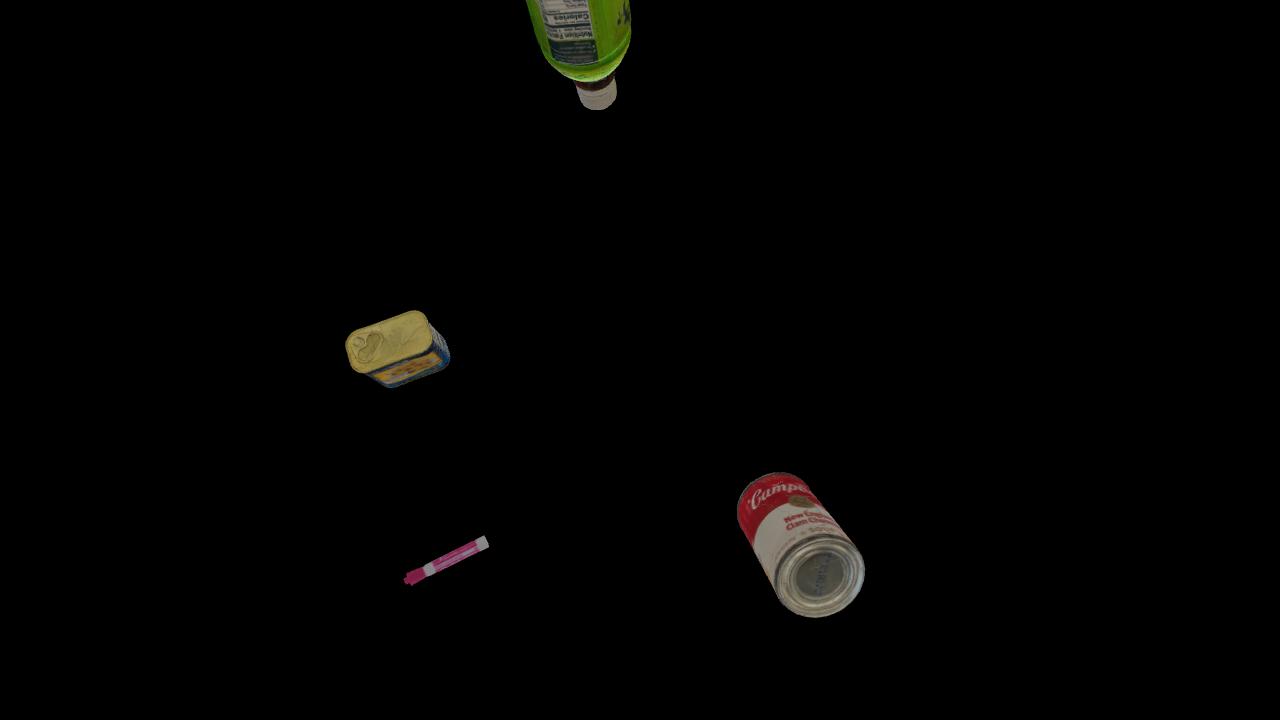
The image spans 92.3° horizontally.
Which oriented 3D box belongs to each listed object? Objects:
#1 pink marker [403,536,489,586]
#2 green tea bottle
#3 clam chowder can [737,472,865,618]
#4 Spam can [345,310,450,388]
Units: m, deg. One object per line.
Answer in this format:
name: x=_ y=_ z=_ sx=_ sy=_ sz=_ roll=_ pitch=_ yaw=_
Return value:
pink marker: x=-0.276 y=0.287 z=0.877 sx=0.121 sy=0.020 sz=0.020 roll=-23 pitch=9 yaw=-23
green tea bottle: x=-0.044 y=-0.245 z=0.395 sx=0.073 sy=0.073 sz=0.212 roll=0 pitch=-19 yaw=4
clam chowder can: x=0.121 y=0.140 z=0.476 sx=0.068 sy=0.068 sz=0.102 roll=0 pitch=16 yaw=-7
Spam can: x=-0.298 y=-0.010 z=0.772 sx=0.101 sy=0.058 sz=0.085 roll=-20 pitch=-17 yaw=-5
